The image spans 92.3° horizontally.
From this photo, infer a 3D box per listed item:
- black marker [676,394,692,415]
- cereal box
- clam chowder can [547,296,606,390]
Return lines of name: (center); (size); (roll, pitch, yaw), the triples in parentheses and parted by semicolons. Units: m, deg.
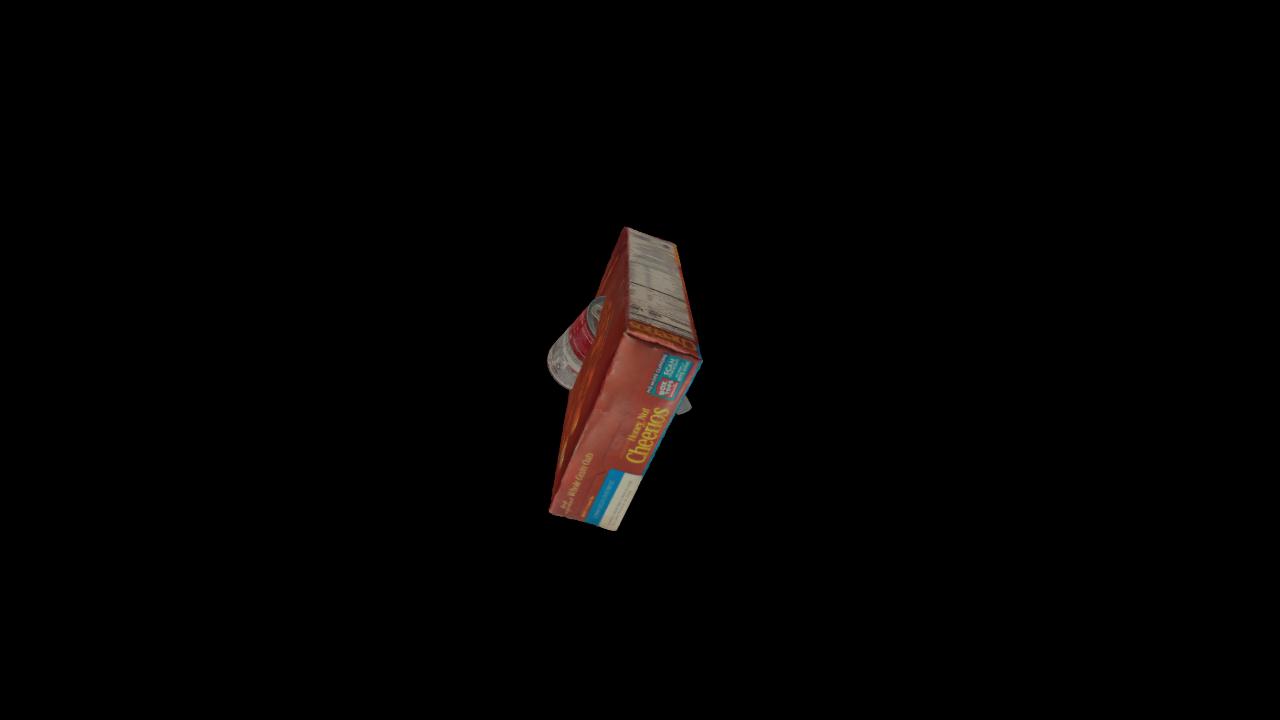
black marker: (0.025, 0.004, 0.693); (0.020, 0.121, 0.020); (-23, -16, -7)
cereal box: (-0.019, 0.001, 0.659); (0.081, 0.203, 0.306); (18, 26, -11)
clam chowder can: (-0.052, -0.015, 0.674); (0.068, 0.068, 0.102); (0, -28, -37)
